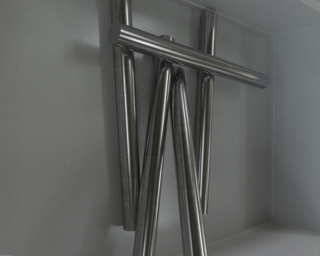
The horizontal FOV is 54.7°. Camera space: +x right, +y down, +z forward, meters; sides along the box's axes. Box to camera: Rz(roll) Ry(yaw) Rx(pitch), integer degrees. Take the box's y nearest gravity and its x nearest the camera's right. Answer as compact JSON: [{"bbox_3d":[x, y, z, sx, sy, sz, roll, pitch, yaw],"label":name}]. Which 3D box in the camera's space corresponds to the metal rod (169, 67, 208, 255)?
[{"bbox_3d":[0.031,0.053,0.356,0.025,0.025,0.299,22,52,-38],"label":"metal rod"}]

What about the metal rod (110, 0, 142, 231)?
[{"bbox_3d":[-0.040,-0.026,0.374,0.025,0.025,0.298,-5,94,-40],"label":"metal rod"}]

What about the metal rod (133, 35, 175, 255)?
[{"bbox_3d":[-0.007,0.026,0.379,0.025,0.025,0.299,17,72,-39],"label":"metal rod"}]

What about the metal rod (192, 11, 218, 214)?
[{"bbox_3d":[0.066,-0.024,0.464,0.025,0.025,0.298,5,87,-40],"label":"metal rod"}]

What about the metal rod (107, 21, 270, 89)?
[{"bbox_3d":[0.064,-0.089,0.426,0.302,0.025,0.025,5,87,-42],"label":"metal rod"}]
